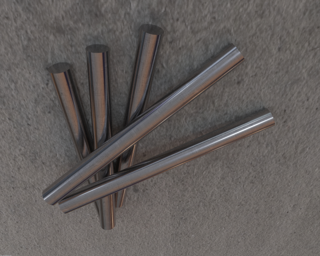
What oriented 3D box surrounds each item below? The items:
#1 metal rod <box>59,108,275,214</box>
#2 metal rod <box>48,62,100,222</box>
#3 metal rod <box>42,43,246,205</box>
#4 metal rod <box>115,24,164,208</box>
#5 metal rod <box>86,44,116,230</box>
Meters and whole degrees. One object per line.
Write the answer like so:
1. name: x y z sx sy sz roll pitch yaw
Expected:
1. metal rod: 0.005 0.046 0.412 0.301 0.025 0.025 -24 127 5
2. metal rod: -0.103 0.046 0.444 0.025 0.025 0.298 -3 130 2
3. metal rod: -0.030 0.004 0.375 0.300 0.025 0.025 -37 122 14
4. metal rod: -0.039 0.009 0.414 0.025 0.025 0.298 9 130 -8
5. metal rod: -0.076 0.035 0.420 0.025 0.025 0.298 2 125 -3
